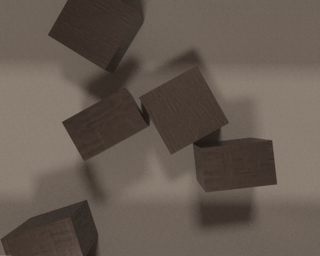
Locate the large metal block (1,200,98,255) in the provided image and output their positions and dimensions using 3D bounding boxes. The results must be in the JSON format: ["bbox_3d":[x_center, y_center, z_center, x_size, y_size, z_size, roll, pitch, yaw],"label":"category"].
[{"bbox_3d":[-0.130,0.134,0.382,0.080,0.080,0.050,-18,90,0],"label":"large metal block"}]

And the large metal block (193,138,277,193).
[{"bbox_3d":[0.088,0.042,0.385,0.081,0.080,0.050,-6,90,0],"label":"large metal block"}]

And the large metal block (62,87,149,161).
[{"bbox_3d":[-0.062,-0.005,0.383,0.080,0.080,0.050,-29,90,0],"label":"large metal block"}]

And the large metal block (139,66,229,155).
[{"bbox_3d":[0.029,-0.022,0.399,0.080,0.050,0.080,-29,90,0],"label":"large metal block"}]

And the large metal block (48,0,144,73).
[{"bbox_3d":[-0.078,-0.127,0.394,0.080,0.050,0.080,32,96,-1],"label":"large metal block"}]
